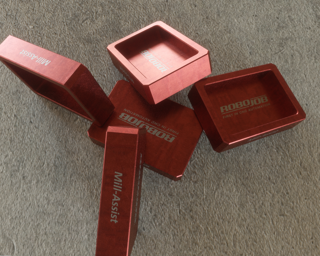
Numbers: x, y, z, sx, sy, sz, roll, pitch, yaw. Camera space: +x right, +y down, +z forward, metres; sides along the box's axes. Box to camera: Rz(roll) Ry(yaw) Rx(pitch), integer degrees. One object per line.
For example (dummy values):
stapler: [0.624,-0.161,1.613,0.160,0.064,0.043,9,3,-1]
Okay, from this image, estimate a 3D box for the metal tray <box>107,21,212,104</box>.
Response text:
metal tray: [-0.005,-0.092,0.409,0.090,0.030,0.130,-30,44,-11]

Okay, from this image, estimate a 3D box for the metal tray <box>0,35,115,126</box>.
metal tray: [-0.127,-0.057,0.378,0.130,0.090,0.030,24,71,26]

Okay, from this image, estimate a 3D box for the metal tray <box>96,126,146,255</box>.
metal tray: [-0.038,0.063,0.331,0.030,0.090,0.129,5,91,2]

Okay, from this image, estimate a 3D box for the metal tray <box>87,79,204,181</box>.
metal tray: [-0.015,0.002,0.406,0.130,0.030,0.090,24,72,8]

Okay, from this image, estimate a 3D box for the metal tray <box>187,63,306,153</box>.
metal tray: [0.112,-0.029,0.401,0.131,0.030,0.090,-16,70,-22]
